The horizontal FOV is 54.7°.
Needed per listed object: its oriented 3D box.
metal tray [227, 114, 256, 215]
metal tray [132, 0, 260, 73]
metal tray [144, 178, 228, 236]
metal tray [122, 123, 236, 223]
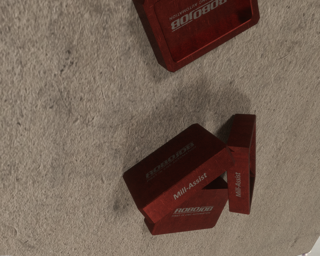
[{"bbox_3d":[0.125,0.055,0.469,0.090,0.030,0.129,-59,146,-48],"label":"metal tray"},{"bbox_3d":[0.045,-0.133,0.347,0.131,0.030,0.090,-32,129,-8],"label":"metal tray"},{"bbox_3d":[0.048,0.127,0.511,0.131,0.030,0.089,5,116,-31],"label":"metal tray"},{"bbox_3d":[0.021,0.054,0.408,0.130,0.090,0.030,-35,118,-5],"label":"metal tray"}]
